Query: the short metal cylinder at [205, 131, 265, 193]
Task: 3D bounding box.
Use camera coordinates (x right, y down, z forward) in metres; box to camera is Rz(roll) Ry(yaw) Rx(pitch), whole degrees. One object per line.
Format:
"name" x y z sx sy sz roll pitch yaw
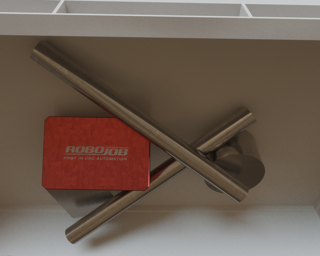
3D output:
"short metal cylinder" 0.099 0.047 0.431 0.081 0.050 0.079 0 130 0

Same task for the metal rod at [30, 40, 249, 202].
"metal rod" -0.014 0.000 0.368 0.301 0.025 0.025 36 122 -12

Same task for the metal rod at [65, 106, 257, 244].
"metal rod" -0.005 0.068 0.417 0.300 0.025 0.025 -35 123 9

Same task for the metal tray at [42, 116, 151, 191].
"metal tray" -0.078 0.032 0.394 0.131 0.030 0.089 1 86 0

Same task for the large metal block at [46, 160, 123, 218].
"large metal block" -0.107 0.082 0.455 0.080 0.050 0.080 -15 129 12
